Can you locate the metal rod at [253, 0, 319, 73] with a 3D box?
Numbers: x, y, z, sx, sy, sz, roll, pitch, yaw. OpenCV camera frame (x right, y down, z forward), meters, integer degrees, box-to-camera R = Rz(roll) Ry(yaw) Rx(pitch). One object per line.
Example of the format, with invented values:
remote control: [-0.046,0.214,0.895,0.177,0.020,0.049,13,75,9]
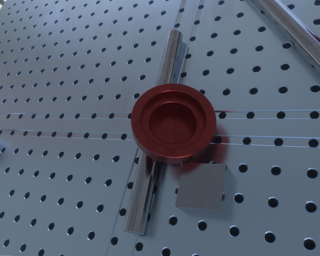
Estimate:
metal rod: [0.169,-0.134,0.401,0.025,0.025,0.299,-28,52,10]

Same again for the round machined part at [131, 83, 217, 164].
round machined part: [0.016,-0.002,0.375,0.099,0.042,0.098,1,63,-1]

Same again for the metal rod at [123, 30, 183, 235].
metal rod: [-0.003,-0.013,0.417,0.025,0.025,0.300,-3,60,27]

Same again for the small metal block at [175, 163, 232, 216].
small metal block: [0.049,0.067,0.342,0.050,0.025,0.050,-2,61,27]
